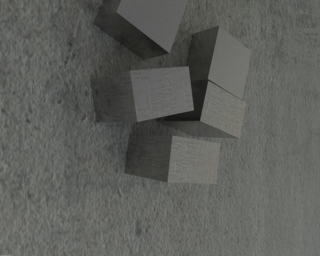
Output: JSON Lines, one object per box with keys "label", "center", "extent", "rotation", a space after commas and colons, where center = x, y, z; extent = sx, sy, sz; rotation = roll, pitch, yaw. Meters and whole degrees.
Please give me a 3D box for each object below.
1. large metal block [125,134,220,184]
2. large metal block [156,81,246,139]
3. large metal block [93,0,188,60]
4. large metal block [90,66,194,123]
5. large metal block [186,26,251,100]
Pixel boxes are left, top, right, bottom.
{"label": "large metal block", "center": [0.015, 0.038, 0.384], "extent": [0.081, 0.080, 0.050], "rotation": [10, 84, -40]}
{"label": "large metal block", "center": [0.055, -0.021, 0.418], "extent": [0.080, 0.080, 0.050], "rotation": [21, 77, -39]}
{"label": "large metal block", "center": [-0.021, -0.141, 0.372], "extent": [0.080, 0.050, 0.080], "rotation": [29, 72, -37]}
{"label": "large metal block", "center": [-0.021, -0.038, 0.353], "extent": [0.081, 0.080, 0.050], "rotation": [-13, 99, -40]}
{"label": "large metal block", "center": [0.086, -0.092, 0.463], "extent": [0.080, 0.050, 0.080], "rotation": [22, 76, -38]}
